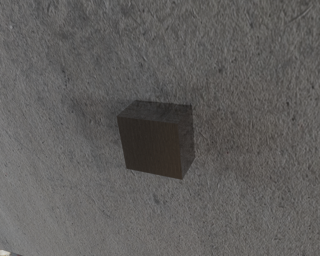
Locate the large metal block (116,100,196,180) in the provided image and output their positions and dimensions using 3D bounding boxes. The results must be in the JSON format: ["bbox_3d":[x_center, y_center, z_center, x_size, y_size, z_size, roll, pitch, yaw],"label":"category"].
[{"bbox_3d":[-0.002,0.013,0.400,0.080,0.050,0.079,8,122,24],"label":"large metal block"}]
